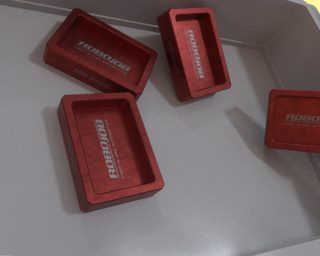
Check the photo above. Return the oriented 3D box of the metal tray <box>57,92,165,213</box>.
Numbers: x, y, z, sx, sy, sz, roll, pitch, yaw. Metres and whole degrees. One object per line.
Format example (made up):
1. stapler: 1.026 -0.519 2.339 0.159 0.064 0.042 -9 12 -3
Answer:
1. metal tray: -0.058 0.022 0.358 0.091 0.030 0.130 -7 65 -31

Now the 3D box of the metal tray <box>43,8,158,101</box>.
1. metal tray: -0.076 -0.097 0.421 0.131 0.030 0.090 27 52 -12

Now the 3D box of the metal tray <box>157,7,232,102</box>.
1. metal tray: 0.054 -0.113 0.470 0.091 0.030 0.129 -19 96 -35

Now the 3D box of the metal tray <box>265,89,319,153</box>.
1. metal tray: 0.228 -0.010 0.462 0.131 0.030 0.089 5 95 15
